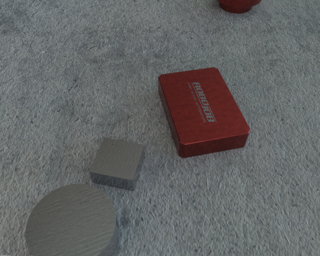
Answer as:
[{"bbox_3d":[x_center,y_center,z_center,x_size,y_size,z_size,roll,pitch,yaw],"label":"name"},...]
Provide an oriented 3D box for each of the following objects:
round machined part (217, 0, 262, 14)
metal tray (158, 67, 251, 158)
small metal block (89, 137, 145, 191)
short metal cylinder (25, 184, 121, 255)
[{"bbox_3d":[0.154,-0.265,0.617,0.099,0.042,0.098,0,50,0],"label":"round machined part"},{"bbox_3d":[0.055,-0.026,0.423,0.091,0.030,0.130,-9,51,-9],"label":"metal tray"},{"bbox_3d":[-0.049,0.042,0.367,0.050,0.025,0.050,10,51,8],"label":"small metal block"},{"bbox_3d":[-0.080,0.102,0.300,0.081,0.050,0.080,0,50,0],"label":"short metal cylinder"}]
